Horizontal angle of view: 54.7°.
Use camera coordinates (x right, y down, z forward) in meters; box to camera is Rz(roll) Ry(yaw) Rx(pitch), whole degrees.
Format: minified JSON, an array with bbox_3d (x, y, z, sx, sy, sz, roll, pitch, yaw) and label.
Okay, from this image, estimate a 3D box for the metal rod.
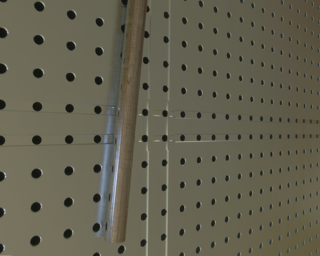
[{"bbox_3d":[-0.041,-0.016,0.376,0.025,0.025,0.298,8,85,-40],"label":"metal rod"}]
